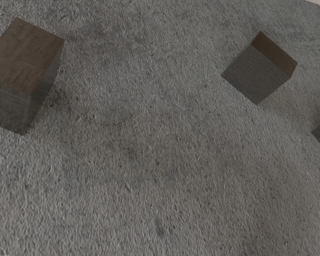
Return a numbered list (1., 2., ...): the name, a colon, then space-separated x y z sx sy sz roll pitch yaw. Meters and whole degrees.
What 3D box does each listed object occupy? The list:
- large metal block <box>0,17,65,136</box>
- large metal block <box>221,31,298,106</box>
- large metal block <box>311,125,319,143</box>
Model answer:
1. large metal block: -0.145 -0.051 0.321 0.050 0.080 0.080 24 53 -14
2. large metal block: 0.164 -0.098 0.516 0.080 0.080 0.050 40 51 -1
3. large metal block: 0.336 0.014 0.560 0.081 0.050 0.080 -27 76 -37
